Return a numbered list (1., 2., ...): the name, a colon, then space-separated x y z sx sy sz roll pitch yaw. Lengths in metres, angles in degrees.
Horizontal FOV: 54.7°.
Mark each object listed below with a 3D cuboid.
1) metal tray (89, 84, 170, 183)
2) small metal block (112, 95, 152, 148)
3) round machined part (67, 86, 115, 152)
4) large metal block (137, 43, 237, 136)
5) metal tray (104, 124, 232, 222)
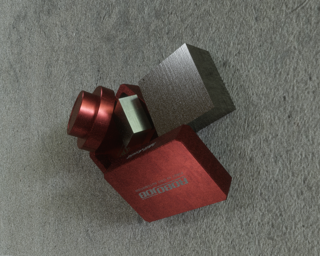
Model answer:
1. metal tray: -0.044 0.015 0.438 0.090 0.030 0.129 42 115 31
2. small metal block: -0.038 -0.008 0.408 0.050 0.025 0.050 65 153 17
3. round machined part: -0.105 -0.017 0.455 0.097 0.042 0.098 -45 34 45
4. large metal block: 0.030 -0.039 0.366 0.080 0.050 0.080 -33 70 35
5. metal tray: 0.006 0.059 0.368 0.130 0.030 0.090 -29 109 37
